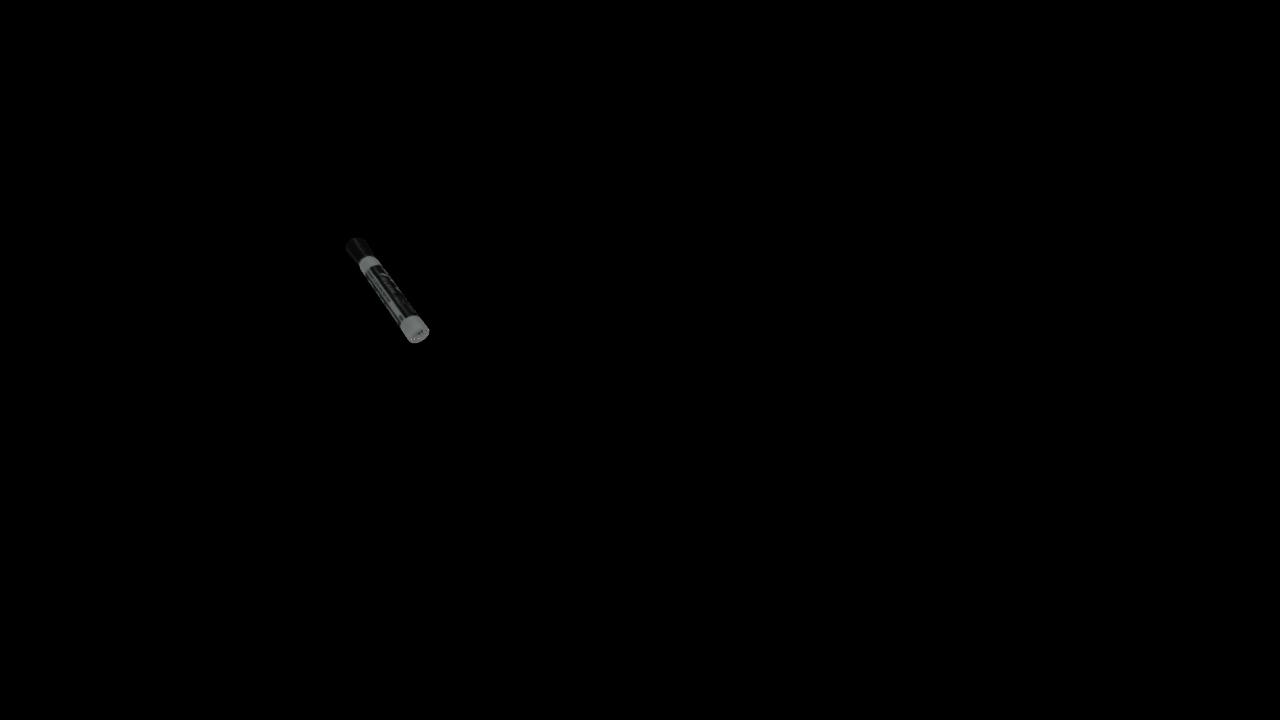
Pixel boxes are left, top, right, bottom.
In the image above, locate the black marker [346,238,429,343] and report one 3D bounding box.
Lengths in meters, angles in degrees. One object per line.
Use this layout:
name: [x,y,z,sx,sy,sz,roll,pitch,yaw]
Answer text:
black marker: [-0.219,-0.063,0.528,0.020,0.121,0.020,-35,-21,-16]
